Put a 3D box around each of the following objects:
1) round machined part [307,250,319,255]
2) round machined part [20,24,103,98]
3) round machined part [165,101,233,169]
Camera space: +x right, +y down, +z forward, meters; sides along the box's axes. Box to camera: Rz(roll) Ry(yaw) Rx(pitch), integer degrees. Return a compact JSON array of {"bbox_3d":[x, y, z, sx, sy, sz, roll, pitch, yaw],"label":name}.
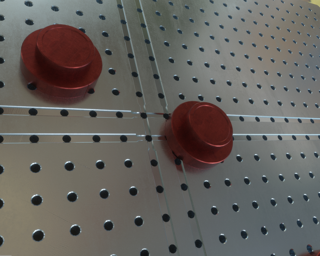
[{"bbox_3d":[0.235,0.205,0.398,0.099,0.042,0.098,13,56,-21],"label":"round machined part"},{"bbox_3d":[-0.120,-0.090,0.387,0.099,0.042,0.098,13,56,-21],"label":"round machined part"},{"bbox_3d":[0.060,0.003,0.427,0.099,0.042,0.098,13,56,-21],"label":"round machined part"}]
